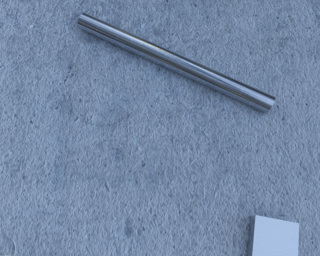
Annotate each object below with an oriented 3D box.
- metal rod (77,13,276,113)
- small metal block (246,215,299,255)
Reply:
[{"bbox_3d":[0.017,-0.096,0.443,0.301,0.025,0.025,26,72,8],"label":"metal rod"},{"bbox_3d":[0.131,0.133,0.361,0.050,0.025,0.050,10,70,3],"label":"small metal block"}]
